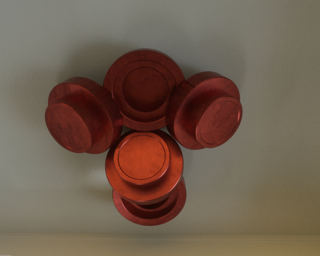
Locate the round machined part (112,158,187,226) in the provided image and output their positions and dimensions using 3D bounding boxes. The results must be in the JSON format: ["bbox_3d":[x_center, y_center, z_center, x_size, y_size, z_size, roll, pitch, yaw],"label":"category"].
[{"bbox_3d":[-0.014,0.083,0.430,0.099,0.042,0.097,0,110,0],"label":"round machined part"}]

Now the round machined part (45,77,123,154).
[{"bbox_3d":[-0.098,-0.009,0.373,0.098,0.042,0.097,15,126,22],"label":"round machined part"}]

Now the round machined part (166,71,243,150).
[{"bbox_3d":[0.059,-0.015,0.371,0.099,0.042,0.097,-17,126,-25],"label":"round machined part"}]

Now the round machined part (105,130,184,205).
[{"bbox_3d":[-0.020,0.042,0.385,0.099,0.098,0.042,-6,154,2],"label":"round machined part"}]

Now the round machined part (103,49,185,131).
[{"bbox_3d":[-0.018,-0.048,0.381,0.099,0.042,0.097,0,110,0],"label":"round machined part"}]
